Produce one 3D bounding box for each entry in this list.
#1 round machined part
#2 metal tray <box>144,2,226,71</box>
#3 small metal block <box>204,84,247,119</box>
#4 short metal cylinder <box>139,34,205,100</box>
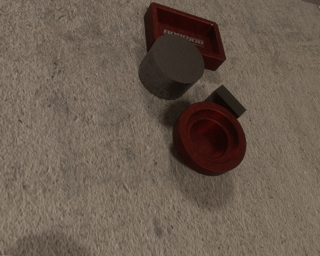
[{"bbox_3d":[0.061,0.017,0.413,0.099,0.042,0.098,10,63,-19],"label":"round machined part"},{"bbox_3d":[0.042,-0.151,0.516,0.131,0.030,0.090,8,58,-24],"label":"metal tray"},{"bbox_3d":[0.087,-0.026,0.451,0.050,0.050,0.025,48,45,5],"label":"small metal block"},{"bbox_3d":[0.016,-0.087,0.446,0.081,0.050,0.080,11,63,-22],"label":"short metal cylinder"}]
